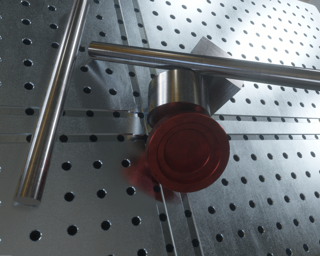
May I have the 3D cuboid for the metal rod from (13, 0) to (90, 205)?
[{"bbox_3d":[-0.122,-0.056,0.377,0.025,0.025,0.300,16,55,-20],"label":"metal rod"}]

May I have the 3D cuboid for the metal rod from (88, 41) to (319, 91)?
[{"bbox_3d":[0.052,-0.081,0.395,0.301,0.025,0.025,10,52,12],"label":"metal rod"}]

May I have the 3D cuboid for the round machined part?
[{"bbox_3d":[0.031,0.025,0.378,0.099,0.097,0.042,24,9,-14],"label":"round machined part"}]

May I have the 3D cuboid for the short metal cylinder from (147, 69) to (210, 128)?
[{"bbox_3d":[0.024,-0.031,0.407,0.081,0.080,0.050,14,56,-21],"label":"short metal cylinder"}]

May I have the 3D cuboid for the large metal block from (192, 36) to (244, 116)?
[{"bbox_3d":[0.068,-0.072,0.455,0.080,0.080,0.050,34,51,-7],"label":"large metal block"}]
